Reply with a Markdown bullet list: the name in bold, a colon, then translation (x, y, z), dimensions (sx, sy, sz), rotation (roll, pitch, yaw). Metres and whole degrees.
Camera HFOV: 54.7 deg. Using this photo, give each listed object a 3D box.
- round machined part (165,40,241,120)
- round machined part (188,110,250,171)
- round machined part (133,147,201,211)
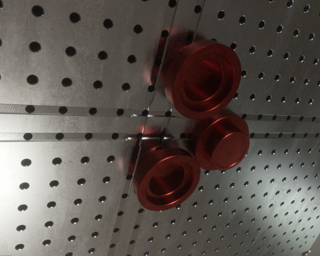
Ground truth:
- **round machined part**: translation (0.050, -0.063, 0.390), dimensions (0.099, 0.042, 0.097), rotation (-14, 125, -21)
- **round machined part**: translation (0.096, 0.026, 0.471), dimensions (0.099, 0.042, 0.097), rotation (-14, 125, -21)
- **round machined part**: translation (0.006, 0.069, 0.448), dimensions (0.099, 0.042, 0.097), rotation (-14, 125, -21)
